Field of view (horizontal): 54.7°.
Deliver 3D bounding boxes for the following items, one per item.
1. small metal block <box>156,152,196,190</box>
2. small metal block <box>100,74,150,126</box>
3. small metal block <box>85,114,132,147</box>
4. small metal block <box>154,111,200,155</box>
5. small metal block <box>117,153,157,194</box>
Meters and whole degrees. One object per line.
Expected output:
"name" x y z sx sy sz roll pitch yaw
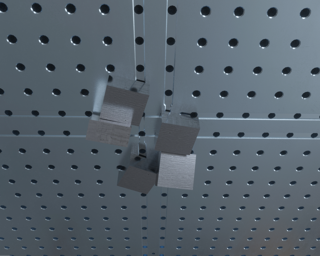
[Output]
"small metal block" 0.022 0.061 0.445 0.050 0.050 0.025 8 171 -7
"small metal block" -0.044 -0.033 0.383 0.050 0.025 0.050 12 129 -11
"small metal block" -0.065 0.002 0.392 0.050 0.050 0.025 11 98 -10
"small metal block" 0.022 0.007 0.418 0.050 0.025 0.050 9 130 -8
"small metal block" -0.032 0.070 0.471 0.050 0.025 0.050 20 127 -17
